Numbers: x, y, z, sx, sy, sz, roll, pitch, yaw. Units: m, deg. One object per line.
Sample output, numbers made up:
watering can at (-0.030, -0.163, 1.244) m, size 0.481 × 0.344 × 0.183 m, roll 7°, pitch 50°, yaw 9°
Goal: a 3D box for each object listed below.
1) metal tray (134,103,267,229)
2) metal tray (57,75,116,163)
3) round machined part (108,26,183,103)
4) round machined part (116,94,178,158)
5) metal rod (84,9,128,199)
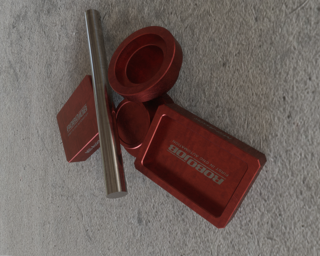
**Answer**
metal tray at (0.041, 0.039, 0.355) m, size 0.130 × 0.030 × 0.089 m, roll 32°, pitch 110°, yaw 24°
metal tray at (-0.116, -0.011, 0.485) m, size 0.129 × 0.030 × 0.090 m, roll -38°, pitch 64°, yaw 42°
round machined part at (-0.015, -0.076, 0.393) m, size 0.098 × 0.042 × 0.098 m, roll -14°, pitch 61°, yaw 27°
round machined part at (-0.025, -0.007, 0.417) m, size 0.098 × 0.042 × 0.097 m, roll 0°, pitch 90°, yaw 40°
metal rod at (-0.079, -0.051, 0.428) m, size 0.025 × 0.025 × 0.299 m, roll -34°, pitch 56°, yaw 35°
